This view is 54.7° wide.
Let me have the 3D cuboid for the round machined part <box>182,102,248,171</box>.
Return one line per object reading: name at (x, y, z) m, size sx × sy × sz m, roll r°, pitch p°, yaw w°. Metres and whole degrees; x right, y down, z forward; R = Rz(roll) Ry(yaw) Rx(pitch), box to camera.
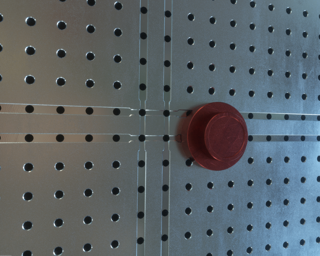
round machined part at (0.084, 0.012, 0.436) m, size 0.099 × 0.042 × 0.097 m, roll 0°, pitch 90°, yaw -20°
